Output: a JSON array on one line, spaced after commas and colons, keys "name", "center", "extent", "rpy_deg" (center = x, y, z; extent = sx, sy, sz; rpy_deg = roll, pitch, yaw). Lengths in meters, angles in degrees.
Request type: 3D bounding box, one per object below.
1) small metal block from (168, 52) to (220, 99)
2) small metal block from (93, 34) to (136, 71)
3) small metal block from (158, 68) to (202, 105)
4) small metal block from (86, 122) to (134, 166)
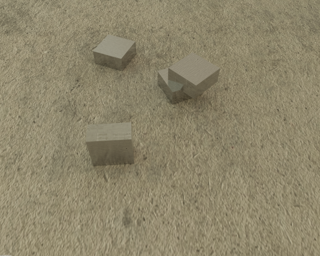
[{"name": "small metal block", "center": [0.047, -0.074, 0.434], "extent": [0.050, 0.025, 0.050], "rpy_deg": [38, 59, 27]}, {"name": "small metal block", "center": [-0.073, -0.123, 0.506], "extent": [0.050, 0.025, 0.050], "rpy_deg": [18, 52, 14]}, {"name": "small metal block", "center": [0.030, -0.067, 0.459], "extent": [0.050, 0.025, 0.050], "rpy_deg": [-19, 53, -16]}, {"name": "small metal block", "center": [-0.058, 0.020, 0.369], "extent": [0.050, 0.050, 0.025], "rpy_deg": [-3, 50, -3]}]
